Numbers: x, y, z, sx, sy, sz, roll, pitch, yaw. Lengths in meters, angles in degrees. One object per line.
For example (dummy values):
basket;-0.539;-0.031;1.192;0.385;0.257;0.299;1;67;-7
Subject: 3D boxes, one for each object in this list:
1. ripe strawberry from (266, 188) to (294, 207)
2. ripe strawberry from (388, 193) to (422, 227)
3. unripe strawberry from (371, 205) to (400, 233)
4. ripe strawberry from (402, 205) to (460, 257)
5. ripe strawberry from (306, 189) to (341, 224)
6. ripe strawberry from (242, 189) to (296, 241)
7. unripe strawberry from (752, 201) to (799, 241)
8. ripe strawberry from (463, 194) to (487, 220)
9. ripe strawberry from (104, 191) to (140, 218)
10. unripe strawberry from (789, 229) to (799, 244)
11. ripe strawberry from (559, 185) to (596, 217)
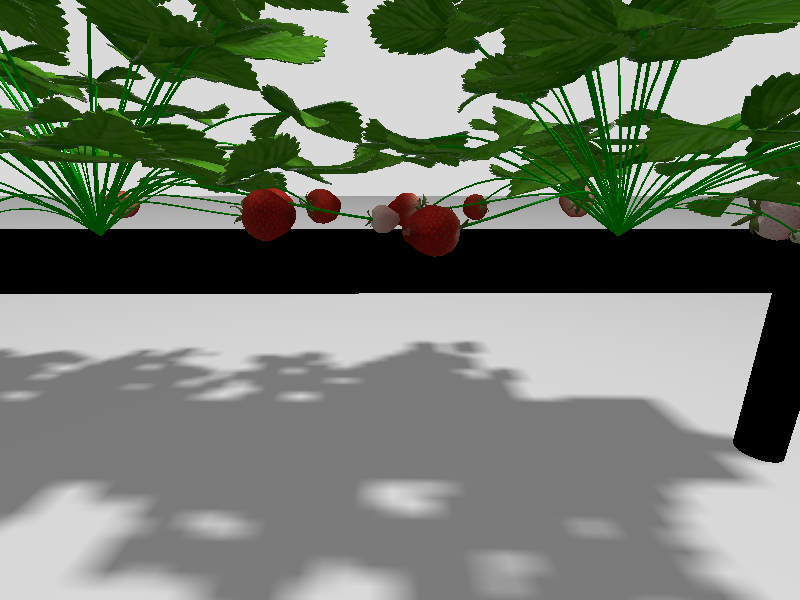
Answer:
ripe strawberry;-0.146;-0.113;0.479;0.039;0.041;0.042;12;20;37
ripe strawberry;0.004;-0.088;0.395;0.035;0.035;0.038;4;16;16
unripe strawberry;-0.013;-0.075;0.371;0.026;0.026;0.025;-1;16;-6
ripe strawberry;0.017;-0.040;0.236;0.031;0.031;0.034;-11;19;-32
ripe strawberry;-0.089;-0.112;0.476;0.041;0.040;0.038;-12;20;-37
ripe strawberry;-0.104;-0.068;0.324;0.042;0.041;0.039;3;16;7
unripe strawberry;0.314;-0.070;0.323;0.045;0.043;0.041;3;16;9
ripe strawberry;0.093;-0.116;0.506;0.030;0.032;0.033;-9;-1;-29
ripe strawberry;-0.363;-0.125;0.525;0.038;0.035;0.035;-9;17;-27
unripe strawberry;0.306;-0.048;0.306;0.011;0.011;0.011;39;25;7
ripe strawberry;0.252;-0.144;0.573;0.048;0.050;0.052;4;16;14
